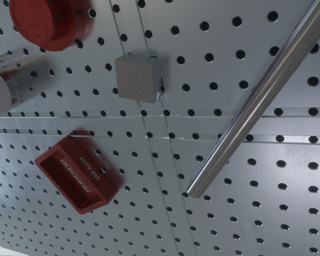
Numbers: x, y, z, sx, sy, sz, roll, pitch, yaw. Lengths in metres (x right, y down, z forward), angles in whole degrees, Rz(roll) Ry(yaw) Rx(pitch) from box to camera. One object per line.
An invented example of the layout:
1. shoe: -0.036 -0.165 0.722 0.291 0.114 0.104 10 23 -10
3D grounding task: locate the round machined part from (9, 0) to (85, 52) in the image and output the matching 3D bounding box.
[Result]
1. round machined part: -0.147 -0.144 0.389 0.098 0.042 0.097 13 124 21

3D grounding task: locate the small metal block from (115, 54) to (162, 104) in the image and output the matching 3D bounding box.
1. small metal block: -0.026 -0.062 0.387 0.050 0.025 0.050 12 124 21

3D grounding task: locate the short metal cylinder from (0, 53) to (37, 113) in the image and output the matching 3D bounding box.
1. short metal cylinder: -0.242 -0.070 0.479 0.080 0.050 0.079 13 124 21

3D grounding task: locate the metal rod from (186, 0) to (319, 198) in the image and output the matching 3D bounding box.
1. metal rod: 0.100 -0.016 0.348 0.025 0.025 0.298 32 129 7

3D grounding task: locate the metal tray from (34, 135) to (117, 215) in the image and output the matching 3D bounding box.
1. metal tray: -0.146 0.084 0.537 0.090 0.030 0.130 -30 102 38
